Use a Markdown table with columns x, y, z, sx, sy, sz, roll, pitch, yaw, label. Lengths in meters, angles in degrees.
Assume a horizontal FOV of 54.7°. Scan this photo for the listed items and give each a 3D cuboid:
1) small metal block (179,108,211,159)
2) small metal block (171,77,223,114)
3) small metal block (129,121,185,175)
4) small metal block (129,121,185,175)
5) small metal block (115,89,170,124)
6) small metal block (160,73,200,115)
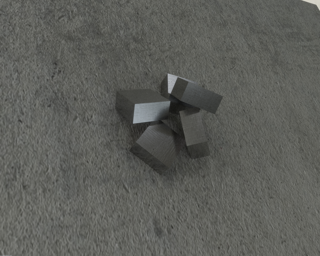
| x | y | z | sx | sy | sz | roll | pitch | yaw | label |
| --- | --- | --- | --- | --- | --- | --- | --- | --- | --- |
| 0.047 | 0.008 | 0.408 | 0.025 | 0.050 | 0.050 | -14 | 63 | 8 | small metal block |
| 0.047 | -0.044 | 0.410 | 0.050 | 0.025 | 0.050 | 20 | 11 | -17 | small metal block |
| -0.002 | 0.022 | 0.392 | 0.050 | 0.025 | 0.050 | 39 | 51 | -3 | small metal block |
| -0.002 | 0.023 | 0.392 | 0.050 | 0.025 | 0.050 | 38 | 51 | -2 | small metal block |
| -0.023 | -0.029 | 0.396 | 0.050 | 0.025 | 0.050 | -8 | 28 | -32 | small metal block |
| 0.029 | -0.046 | 0.451 | 0.050 | 0.025 | 0.050 | 13 | 56 | -22 | small metal block |
